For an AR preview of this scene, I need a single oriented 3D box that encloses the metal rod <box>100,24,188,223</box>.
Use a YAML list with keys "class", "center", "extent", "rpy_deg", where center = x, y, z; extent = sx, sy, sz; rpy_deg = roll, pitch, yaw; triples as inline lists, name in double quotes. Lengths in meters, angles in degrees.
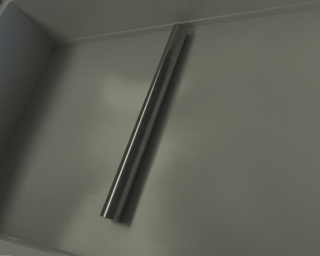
- class: "metal rod"
  center: [-0.014, -0.022, 0.425]
  extent: [0.025, 0.025, 0.300]
  rpy_deg: [6, 64, 30]
